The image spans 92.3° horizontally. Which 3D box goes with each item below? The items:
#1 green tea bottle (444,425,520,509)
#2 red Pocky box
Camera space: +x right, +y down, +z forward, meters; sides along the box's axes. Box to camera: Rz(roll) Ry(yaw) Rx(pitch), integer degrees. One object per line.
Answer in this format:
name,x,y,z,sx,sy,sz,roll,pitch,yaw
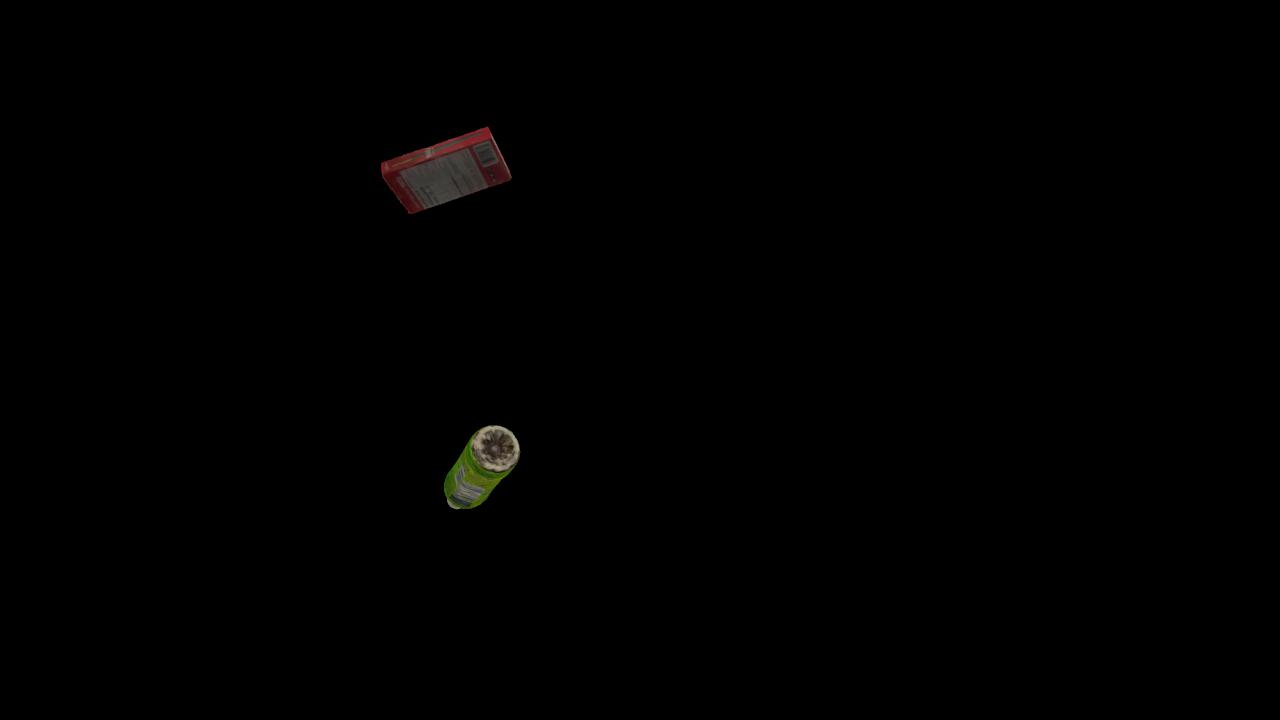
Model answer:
green tea bottle,-0.235,0.165,0.873,0.073,0.073,0.212,0,-29,-35
red Pocky box,-0.264,-0.259,0.845,0.155,0.028,0.083,-19,-27,-1
